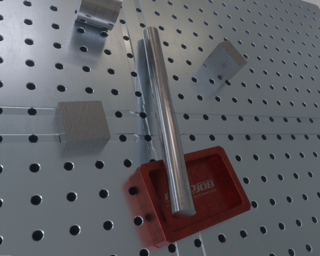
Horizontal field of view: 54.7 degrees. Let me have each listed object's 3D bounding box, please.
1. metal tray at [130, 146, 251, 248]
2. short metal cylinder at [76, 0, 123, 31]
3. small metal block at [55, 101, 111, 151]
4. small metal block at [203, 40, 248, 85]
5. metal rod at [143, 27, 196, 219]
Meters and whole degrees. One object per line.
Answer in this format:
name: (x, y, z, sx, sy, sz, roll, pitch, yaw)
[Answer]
metal tray: (0.039, 0.078, 0.378, 0.131, 0.030, 0.090, -10, 67, -32)
short metal cylinder: (-0.085, -0.185, 0.440, 0.050, 0.080, 0.080, 12, 57, -22)
small metal block: (-0.090, -0.004, 0.362, 0.050, 0.025, 0.050, -5, 64, -30)
small metal block: (0.108, -0.109, 0.516, 0.025, 0.050, 0.050, -30, 78, -38)
metal rod: (0.005, -0.032, 0.403, 0.025, 0.025, 0.300, 9, 50, -23)
